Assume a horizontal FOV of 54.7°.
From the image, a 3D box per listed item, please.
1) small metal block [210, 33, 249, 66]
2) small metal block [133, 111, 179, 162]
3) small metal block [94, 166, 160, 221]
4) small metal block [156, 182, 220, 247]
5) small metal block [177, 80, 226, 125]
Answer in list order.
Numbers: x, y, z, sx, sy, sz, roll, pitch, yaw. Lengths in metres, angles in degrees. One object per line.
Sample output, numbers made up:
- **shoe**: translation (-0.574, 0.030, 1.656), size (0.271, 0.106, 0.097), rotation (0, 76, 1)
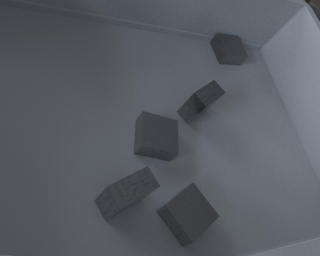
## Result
- **small metal block**: translation (0.125, -0.142, 0.563), size (0.050, 0.025, 0.050), rotation (-4, 64, -30)
- **small metal block**: translation (-0.005, 0.011, 0.398), size (0.050, 0.025, 0.050), rotation (14, 56, -21)
- **small metal block**: translation (-0.035, 0.070, 0.329), size (0.050, 0.050, 0.025), rotation (-23, 74, -36)
- **small metal block**: translation (0.033, 0.101, 0.364), size (0.050, 0.025, 0.050), rotation (-31, 79, -38)
- **small metal block**: translation (0.059, -0.037, 0.446), size (0.050, 0.050, 0.025), rotation (-35, 82, -39)
